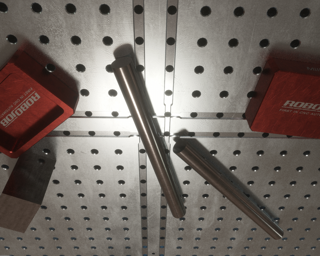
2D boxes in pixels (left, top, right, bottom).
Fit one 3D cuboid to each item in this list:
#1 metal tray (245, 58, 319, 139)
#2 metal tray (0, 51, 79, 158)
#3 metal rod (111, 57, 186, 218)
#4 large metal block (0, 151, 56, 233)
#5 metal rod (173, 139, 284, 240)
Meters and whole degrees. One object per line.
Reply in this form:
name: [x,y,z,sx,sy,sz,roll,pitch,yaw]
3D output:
metal tray: [0.184,-0.032,0.384,0.131,0.030,0.089,6,130,-6]
metal tray: [-0.178,-0.023,0.385,0.130,0.030,0.090,-33,123,24]
metal rod: [-0.005,0.036,0.442,0.025,0.025,0.299,-12,130,9]
large metal block: [-0.199,0.092,0.451,0.050,0.080,0.080,25,126,-20]
metal rod: [0.124,0.112,0.508,0.025,0.025,0.300,-33,123,24]
